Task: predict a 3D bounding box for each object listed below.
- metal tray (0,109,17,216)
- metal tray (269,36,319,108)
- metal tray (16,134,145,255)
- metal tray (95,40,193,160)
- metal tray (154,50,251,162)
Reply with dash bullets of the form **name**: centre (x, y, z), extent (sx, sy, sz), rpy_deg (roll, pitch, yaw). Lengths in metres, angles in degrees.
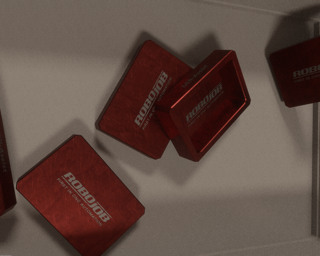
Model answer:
- **metal tray**: centre (-0.207, 0.029, 0.315), extent (0.091, 0.030, 0.129), rpy_deg (-10, 91, -4)
- **metal tray**: centre (0.234, -0.086, 0.442), extent (0.030, 0.130, 0.090), rpy_deg (-29, 101, -40)
- **metal tray**: centre (-0.092, 0.083, 0.375), extent (0.090, 0.030, 0.130), rpy_deg (-42, 104, -15)
- **metal tray**: centre (-0.013, -0.036, 0.404), extent (0.090, 0.030, 0.130), rpy_deg (31, 80, -18)
- **metal tray**: centre (0.061, -0.031, 0.406), extent (0.131, 0.030, 0.090), rpy_deg (-44, 125, -23)
